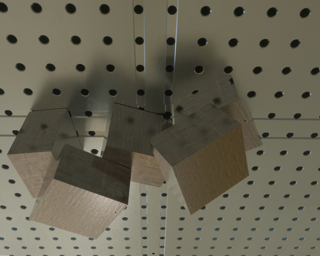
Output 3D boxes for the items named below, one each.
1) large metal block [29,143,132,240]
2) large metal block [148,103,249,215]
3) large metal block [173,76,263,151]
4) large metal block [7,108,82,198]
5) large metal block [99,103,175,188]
[{"bbox_3d":[-0.089,0.074,0.351,0.080,0.050,0.080,25,125,-20],"label":"large metal block"},{"bbox_3d":[0.044,0.033,0.334,0.080,0.050,0.080,-31,130,-13],"label":"large metal block"},{"bbox_3d":[0.072,-0.006,0.391,0.080,0.050,0.080,-24,127,18],"label":"large metal block"},{"bbox_3d":[-0.142,0.032,0.400,0.050,0.080,0.080,-5,130,4],"label":"large metal block"},{"bbox_3d":[-0.029,0.021,0.392,0.081,0.080,0.050,15,129,-13],"label":"large metal block"}]
